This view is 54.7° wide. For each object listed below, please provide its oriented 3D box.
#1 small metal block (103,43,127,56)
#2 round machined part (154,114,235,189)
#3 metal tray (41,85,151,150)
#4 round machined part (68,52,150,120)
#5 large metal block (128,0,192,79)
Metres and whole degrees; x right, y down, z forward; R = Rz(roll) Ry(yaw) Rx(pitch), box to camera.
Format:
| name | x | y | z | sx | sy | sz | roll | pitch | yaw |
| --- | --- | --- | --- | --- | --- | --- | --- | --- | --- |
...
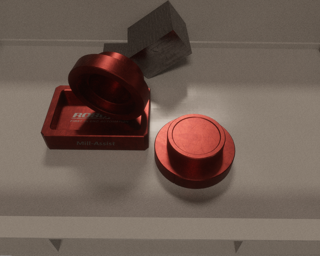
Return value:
| name | x | y | z | sx | sy | sz | roll | pitch | yaw |
| --- | --- | --- | --- | --- | --- | --- | --- | --- | --- |
| small metal block | -0.065 | -0.111 | 0.498 | 0.050 | 0.025 | 0.050 | -1 | 50 | -2 |
| round machined part | 0.042 | 0.021 | 0.377 | 0.099 | 0.042 | 0.098 | 0 | 50 | 0 |
| metal tray | -0.079 | -0.015 | 0.413 | 0.131 | 0.030 | 0.090 | 1 | 50 | 0 |
| round machined part | -0.059 | -0.055 | 0.384 | 0.098 | 0.098 | 0.042 | 15 | 59 | 11 |
| large metal block | -0.003 | -0.136 | 0.479 | 0.080 | 0.050 | 0.080 | -27 | 46 | 24 |
